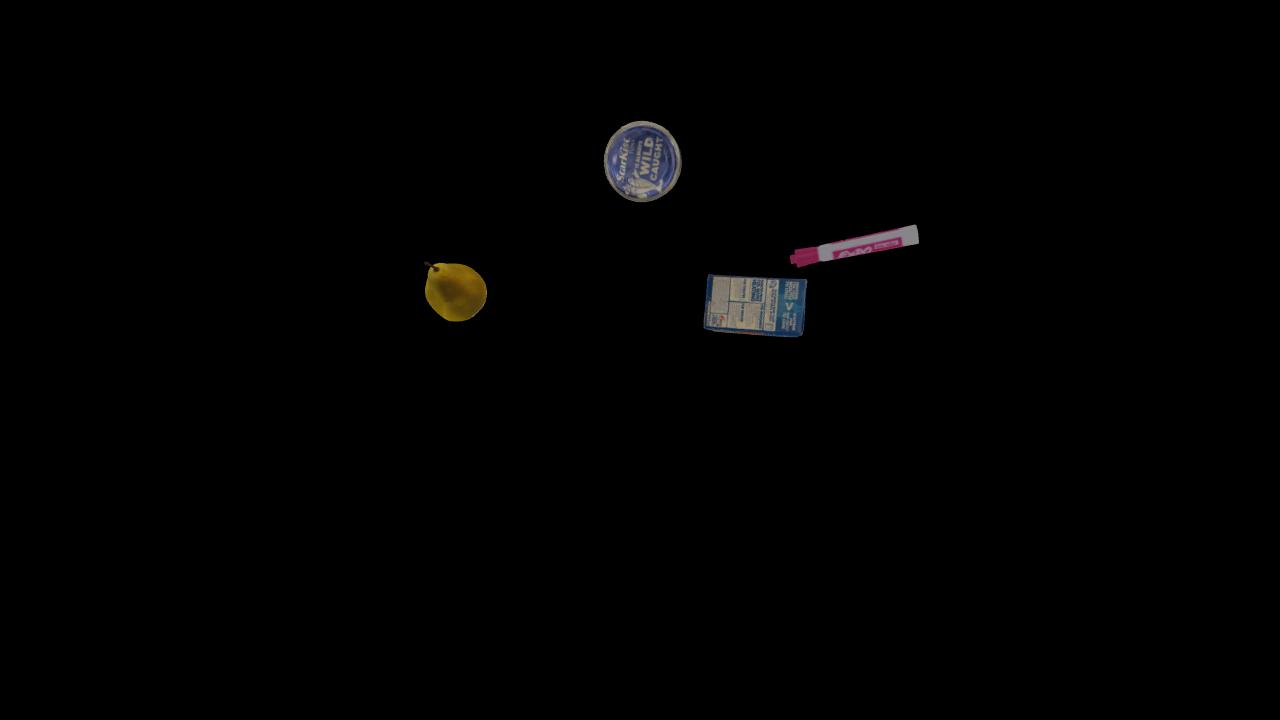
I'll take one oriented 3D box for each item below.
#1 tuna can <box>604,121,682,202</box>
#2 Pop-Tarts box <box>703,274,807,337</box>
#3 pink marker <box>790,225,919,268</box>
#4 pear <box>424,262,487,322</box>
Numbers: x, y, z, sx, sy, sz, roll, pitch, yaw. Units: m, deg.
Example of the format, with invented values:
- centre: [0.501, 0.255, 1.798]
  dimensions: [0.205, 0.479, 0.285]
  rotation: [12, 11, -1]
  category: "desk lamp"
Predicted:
- centre: [0.004, -0.217, 0.677]
  dimensions: [0.084, 0.084, 0.034]
  rotation: [0, 16, 8]
  category: "tuna can"
- centre: [0.179, -0.080, 0.945]
  dimensions: [0.141, 0.083, 0.167]
  rotation: [4, 3, 12]
  category: "Pop-Tarts box"
- centre: [0.211, -0.112, 0.612]
  dimensions: [0.121, 0.020, 0.020]
  rotation: [-9, -3, 20]
  category: "pink marker"
- centre: [-0.237, -0.095, 0.777]
  dimensions: [0.080, 0.080, 0.111]
  rotation: [0, -15, -5]
  category: "pear"
